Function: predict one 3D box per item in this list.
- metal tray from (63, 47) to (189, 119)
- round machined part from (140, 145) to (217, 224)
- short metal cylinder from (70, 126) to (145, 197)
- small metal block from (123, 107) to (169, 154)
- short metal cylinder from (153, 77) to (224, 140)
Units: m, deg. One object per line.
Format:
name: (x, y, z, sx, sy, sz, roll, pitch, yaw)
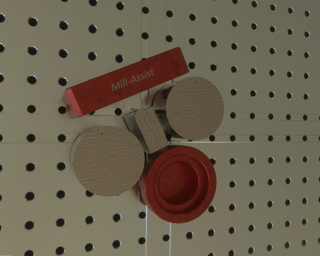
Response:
metal tray: (-0.043, -0.050, 0.358, 0.131, 0.090, 0.030, -25, 99, -18)
round machined part: (0.021, 0.071, 0.407, 0.099, 0.042, 0.097, 0, 90, -20)
short metal cylinder: (-0.064, 0.037, 0.372, 0.081, 0.050, 0.079, 0, 90, -20)
small metal block: (-0.018, 0.002, 0.388, 0.025, 0.050, 0.050, -27, 99, -18)
short metal cylinder: (0.036, -0.024, 0.409, 0.081, 0.050, 0.079, 0, 90, -20)
